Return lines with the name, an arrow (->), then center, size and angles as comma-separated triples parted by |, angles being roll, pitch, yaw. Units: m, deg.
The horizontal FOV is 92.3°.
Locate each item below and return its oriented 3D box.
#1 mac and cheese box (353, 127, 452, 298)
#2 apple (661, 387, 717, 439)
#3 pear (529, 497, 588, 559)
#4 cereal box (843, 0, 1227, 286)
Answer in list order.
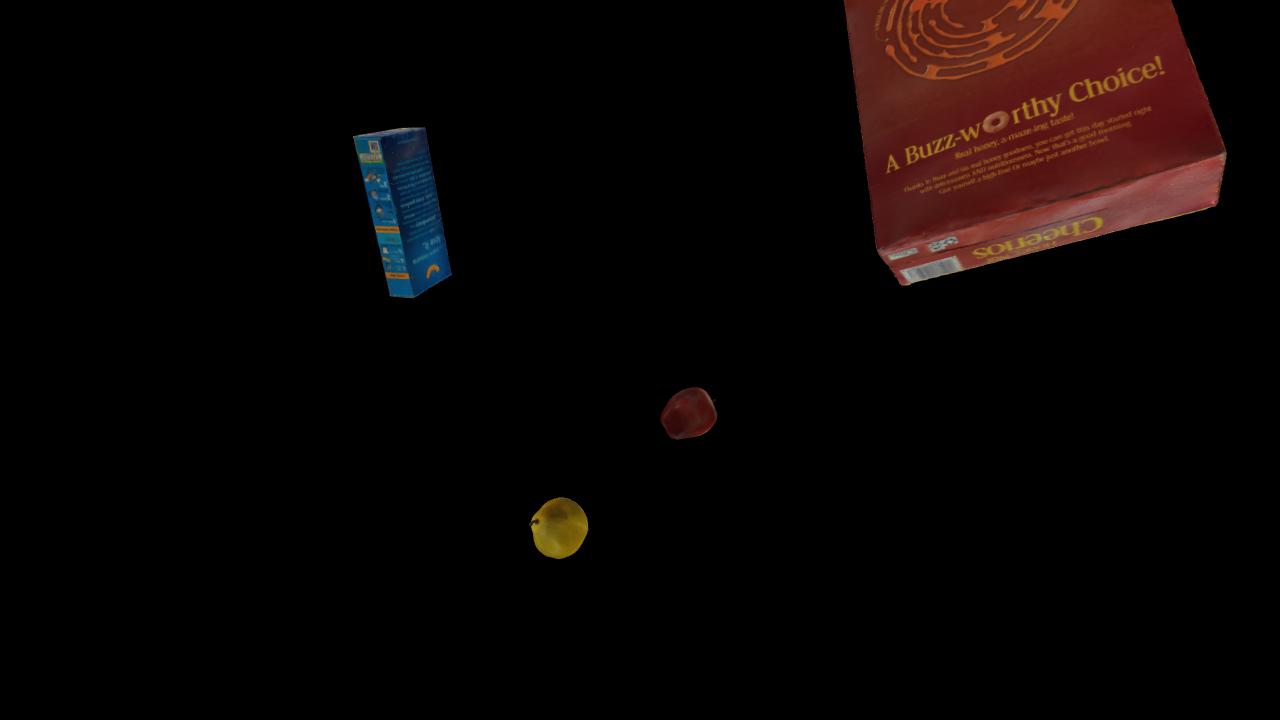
mac and cheese box -> -0.277, -0.176, 0.733 | 0.041, 0.184, 0.093 | 4, 27, 12
apple -> 0.079, 0.085, 0.978 | 0.093, 0.079, 0.079 | -30, -1, 2
pear -> -0.117, 0.216, 0.818 | 0.080, 0.080, 0.111 | 0, -32, 22
cereal box -> 0.280, -0.231, 0.482 | 0.203, 0.306, 0.081 | -14, -25, 35
